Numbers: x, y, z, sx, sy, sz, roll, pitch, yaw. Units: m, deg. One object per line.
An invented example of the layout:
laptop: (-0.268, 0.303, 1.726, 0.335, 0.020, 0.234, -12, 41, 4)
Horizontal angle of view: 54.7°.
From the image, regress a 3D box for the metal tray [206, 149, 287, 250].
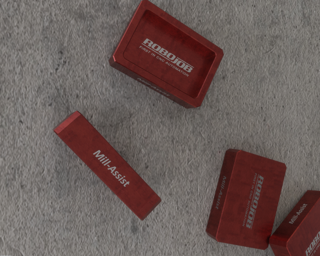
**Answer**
metal tray: (0.127, 0.104, 0.453, 0.091, 0.030, 0.129, 17, 84, -19)

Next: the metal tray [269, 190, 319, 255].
metal tray: (0.228, 0.168, 0.474, 0.131, 0.030, 0.090, -34, 102, -32)

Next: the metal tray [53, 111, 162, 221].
metal tray: (-0.063, 0.040, 0.351, 0.030, 0.090, 0.130, -45, 104, -14)

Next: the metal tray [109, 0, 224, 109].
metal tray: (0.011, -0.093, 0.409, 0.131, 0.030, 0.090, 28, 81, -18)
